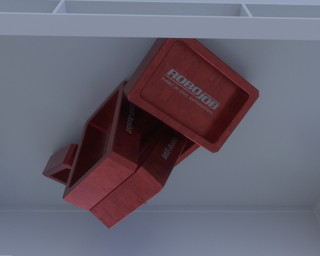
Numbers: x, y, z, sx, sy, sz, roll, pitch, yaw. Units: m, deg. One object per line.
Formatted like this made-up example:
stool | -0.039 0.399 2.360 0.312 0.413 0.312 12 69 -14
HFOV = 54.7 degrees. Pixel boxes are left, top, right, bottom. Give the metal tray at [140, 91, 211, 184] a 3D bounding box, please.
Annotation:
metal tray | -0.006 0.016 0.417 0.090 0.030 0.129 32 123 -25

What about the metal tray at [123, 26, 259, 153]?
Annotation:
metal tray | 0.037 -0.040 0.348 0.131 0.030 0.090 32 98 -24

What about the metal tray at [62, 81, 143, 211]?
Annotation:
metal tray | -0.060 0.015 0.349 0.030 0.130 0.090 33 123 -24

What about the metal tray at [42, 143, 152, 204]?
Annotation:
metal tray | -0.089 0.073 0.442 0.130 0.030 0.090 32 147 -25

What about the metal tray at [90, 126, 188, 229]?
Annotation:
metal tray | -0.018 0.048 0.363 0.030 0.131 0.090 45 119 -5
